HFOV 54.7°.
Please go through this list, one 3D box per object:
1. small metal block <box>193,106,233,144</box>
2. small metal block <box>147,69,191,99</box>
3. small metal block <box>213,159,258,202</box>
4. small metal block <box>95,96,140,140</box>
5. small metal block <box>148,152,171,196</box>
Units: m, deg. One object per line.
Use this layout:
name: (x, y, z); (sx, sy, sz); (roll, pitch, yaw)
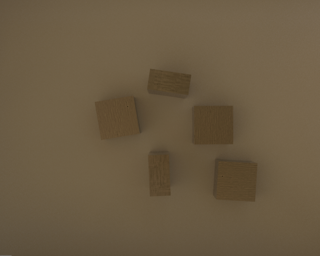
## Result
small metal block: (0.069, -0.004, 0.412); (0.050, 0.025, 0.050); (0, 90, 0)
small metal block: (0.011, -0.056, 0.399); (0.050, 0.050, 0.025); (8, 90, 0)
small metal block: (0.099, 0.069, 0.412); (0.050, 0.025, 0.050); (3, 90, 0)
small metal block: (-0.055, -0.013, 0.411); (0.050, 0.025, 0.050); (-10, 90, 0)
small metal block: (-0.001, 0.057, 0.399); (0.025, 0.050, 0.050); (-3, 90, 0)
